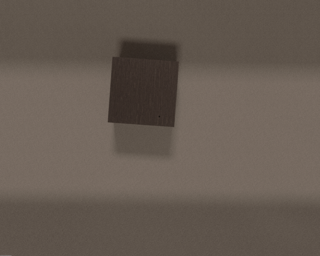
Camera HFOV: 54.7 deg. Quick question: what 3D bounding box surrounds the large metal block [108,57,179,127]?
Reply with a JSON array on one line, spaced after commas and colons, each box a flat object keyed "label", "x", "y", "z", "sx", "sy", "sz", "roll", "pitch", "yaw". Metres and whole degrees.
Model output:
[{"label": "large metal block", "x": -0.020, "y": -0.044, "z": 0.399, "sx": 0.081, "sy": 0.050, "sz": 0.079, "roll": 4, "pitch": 90, "yaw": -1}]
